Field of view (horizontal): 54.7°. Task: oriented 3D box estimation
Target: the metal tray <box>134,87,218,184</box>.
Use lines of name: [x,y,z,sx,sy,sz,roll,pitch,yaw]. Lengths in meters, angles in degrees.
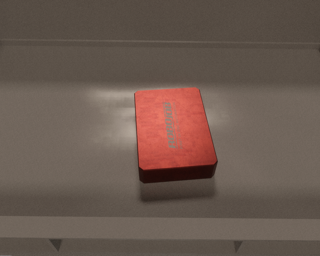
metal tray: [0.015,0.004,0.398,0.091,0.030,0.130,-4,50,-4]
